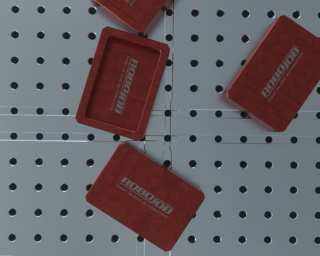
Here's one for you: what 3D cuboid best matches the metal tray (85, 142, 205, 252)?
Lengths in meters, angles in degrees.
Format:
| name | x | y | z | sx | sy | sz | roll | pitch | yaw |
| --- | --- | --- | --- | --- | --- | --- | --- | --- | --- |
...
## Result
| name | x | y | z | sx | sy | sz | roll | pitch | yaw |
| --- | --- | --- | --- | --- | --- | --- | --- | --- | --- |
| metal tray | -0.019 | 0.089 | 0.411 | 0.130 | 0.030 | 0.090 | 33 | 90 | -1 |

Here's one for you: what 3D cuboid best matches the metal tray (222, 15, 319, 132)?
| name | x | y | z | sx | sy | sz | roll | pitch | yaw |
| --- | --- | --- | --- | --- | --- | --- | --- | --- | --- |
| metal tray | 0.157 | -0.070 | 0.413 | 0.090 | 0.030 | 0.130 | 34 | 90 | -1 |

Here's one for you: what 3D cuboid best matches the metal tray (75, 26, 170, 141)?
| name | x | y | z | sx | sy | sz | roll | pitch | yaw |
| --- | --- | --- | --- | --- | --- | --- | --- | --- | --- |
| metal tray | -0.048 | -0.057 | 0.410 | 0.090 | 0.030 | 0.129 | 17 | 90 | -1 |

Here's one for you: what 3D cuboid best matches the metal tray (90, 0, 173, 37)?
| name | x | y | z | sx | sy | sz | roll | pitch | yaw |
| --- | --- | --- | --- | --- | --- | --- | --- | --- | --- |
| metal tray | -0.021 | -0.198 | 0.410 | 0.090 | 0.030 | 0.130 | 37 | 90 | -1 |
